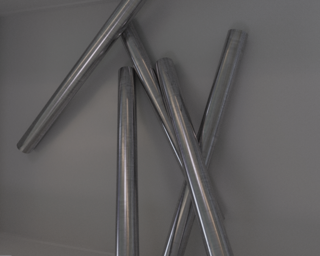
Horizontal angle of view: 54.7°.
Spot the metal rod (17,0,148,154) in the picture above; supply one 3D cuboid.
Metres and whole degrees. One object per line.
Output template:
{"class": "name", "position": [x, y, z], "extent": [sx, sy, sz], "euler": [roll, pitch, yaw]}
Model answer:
{"class": "metal rod", "position": [-0.116, -0.071, 0.434], "extent": [0.025, 0.025, 0.299], "euler": [48, 111, 13]}

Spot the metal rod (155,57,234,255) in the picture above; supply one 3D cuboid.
{"class": "metal rod", "position": [0.038, 0.044, 0.342], "extent": [0.025, 0.025, 0.299], "euler": [-24, 61, 18]}

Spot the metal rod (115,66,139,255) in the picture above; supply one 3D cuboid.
{"class": "metal rod", "position": [-0.038, 0.055, 0.359], "extent": [0.025, 0.025, 0.299], "euler": [-14, 61, 19]}

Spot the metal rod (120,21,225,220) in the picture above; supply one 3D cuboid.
{"class": "metal rod", "position": [0.008, -0.017, 0.407], "extent": [0.025, 0.025, 0.299], "euler": [-27, 81, 18]}

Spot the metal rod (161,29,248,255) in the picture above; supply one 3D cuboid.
{"class": "metal rod", "position": [0.052, 0.028, 0.370], "extent": [0.025, 0.025, 0.299], "euler": [16, 87, 19]}
